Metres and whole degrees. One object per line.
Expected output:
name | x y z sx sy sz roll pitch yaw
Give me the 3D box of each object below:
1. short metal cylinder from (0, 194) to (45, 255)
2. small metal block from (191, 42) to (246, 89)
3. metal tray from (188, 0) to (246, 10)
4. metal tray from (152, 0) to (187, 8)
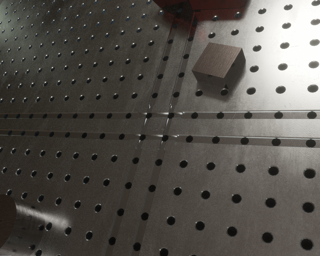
short metal cylinder | -0.204 0.135 0.414 0.080 0.050 0.080 -13 56 20
small metal block | 0.079 -0.085 0.418 0.050 0.025 0.050 22 73 35
metal tray | 0.107 -0.252 0.502 0.090 0.030 0.130 11 67 32
metal tray | 0.044 -0.268 0.515 0.130 0.030 0.090 -59 32 -6
